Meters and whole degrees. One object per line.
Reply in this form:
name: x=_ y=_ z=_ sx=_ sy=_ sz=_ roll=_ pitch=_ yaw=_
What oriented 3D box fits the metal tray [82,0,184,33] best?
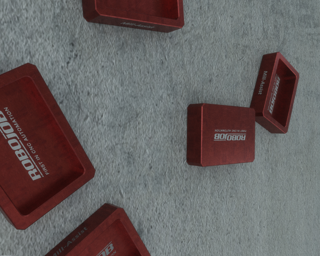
metal tray: x=-0.030 y=-0.170 z=0.375 sx=0.131 sy=0.030 sz=0.089 roll=-7 pitch=95 yaw=-40

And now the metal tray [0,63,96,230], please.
metal tray: x=-0.130 y=0.016 z=0.291 sx=0.091 sy=0.030 sz=0.129 roll=-38 pitch=113 yaw=-33

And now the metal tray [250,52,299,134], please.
metal tray: x=0.217 y=-0.064 z=0.581 sx=0.090 sy=0.030 sz=0.130 roll=29 pitch=72 yaw=-36

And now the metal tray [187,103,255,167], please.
metal tray: x=0.099 y=0.011 z=0.484 sx=0.131 sy=0.030 sz=0.089 roll=1 pitch=89 yaw=-40

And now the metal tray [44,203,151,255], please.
metal tray: x=-0.077 y=0.158 z=0.336 sx=0.131 sy=0.030 sz=0.090 roll=-39 pitch=114 yaw=-33
